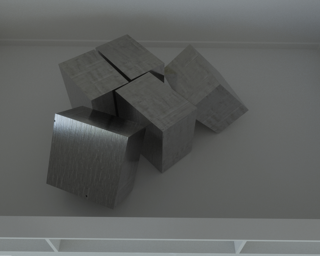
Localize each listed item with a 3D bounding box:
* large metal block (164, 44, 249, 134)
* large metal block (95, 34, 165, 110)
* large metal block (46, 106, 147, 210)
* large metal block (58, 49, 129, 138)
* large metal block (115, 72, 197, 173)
[{"bbox_3d":[0.058,-0.049,0.401,0.050,0.080,0.080,-41,51,18],"label":"large metal block"},{"bbox_3d":[-0.039,-0.067,0.423,0.050,0.080,0.080,-32,57,-24],"label":"large metal block"},{"bbox_3d":[-0.068,0.029,0.334,0.080,0.079,0.050,17,17,13],"label":"large metal block"},{"bbox_3d":[-0.081,-0.041,0.401,0.050,0.080,0.080,-31,57,-23],"label":"large metal block"},{"bbox_3d":[-0.005,-0.006,0.372,0.050,0.080,0.080,-34,58,-25],"label":"large metal block"}]
